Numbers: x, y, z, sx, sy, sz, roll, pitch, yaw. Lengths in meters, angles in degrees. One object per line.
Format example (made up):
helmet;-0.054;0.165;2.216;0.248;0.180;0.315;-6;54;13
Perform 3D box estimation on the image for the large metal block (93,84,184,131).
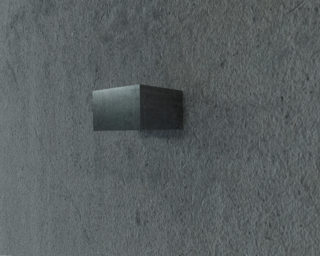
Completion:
large metal block;-0.027;-0.022;0.391;0.080;0.081;0.050;-1;89;39
